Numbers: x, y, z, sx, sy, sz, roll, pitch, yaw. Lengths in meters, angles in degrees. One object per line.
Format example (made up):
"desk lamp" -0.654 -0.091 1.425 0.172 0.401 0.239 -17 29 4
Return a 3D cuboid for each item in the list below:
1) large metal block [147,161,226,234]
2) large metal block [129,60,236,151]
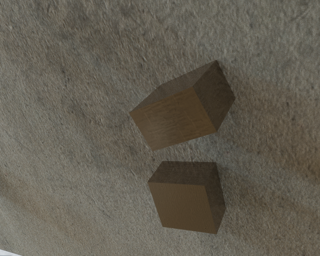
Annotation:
"large metal block" 0.039 0.093 0.427 0.080 0.050 0.080 -2 118 29
"large metal block" 0.027 -0.025 0.340 0.080 0.080 0.050 -19 108 35
